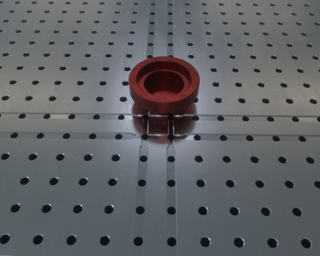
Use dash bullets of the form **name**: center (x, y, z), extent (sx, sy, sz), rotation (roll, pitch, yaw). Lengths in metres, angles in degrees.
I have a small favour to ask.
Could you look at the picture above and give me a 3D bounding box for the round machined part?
- **round machined part**: center (0.006, -0.056, 0.444), extent (0.099, 0.042, 0.098), rotation (0, 50, 0)
